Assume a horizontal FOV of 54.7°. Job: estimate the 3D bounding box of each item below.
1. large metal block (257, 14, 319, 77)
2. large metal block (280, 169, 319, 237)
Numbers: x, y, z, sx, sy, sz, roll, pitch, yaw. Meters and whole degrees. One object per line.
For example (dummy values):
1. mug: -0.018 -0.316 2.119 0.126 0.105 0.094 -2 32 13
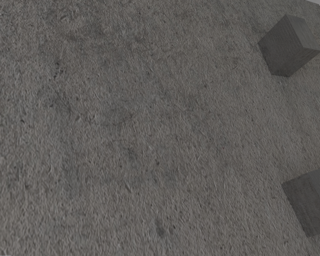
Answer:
1. large metal block: 0.246 -0.156 0.596 0.050 0.080 0.080 1 61 -28
2. large metal block: 0.239 0.104 0.453 0.081 0.050 0.080 -8 66 -32
